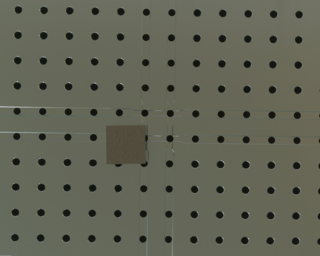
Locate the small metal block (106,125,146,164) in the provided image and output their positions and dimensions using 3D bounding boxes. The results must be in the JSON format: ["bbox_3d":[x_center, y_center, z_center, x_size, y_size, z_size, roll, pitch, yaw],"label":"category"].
[{"bbox_3d":[-0.044,0.022,0.413,0.050,0.025,0.050,-1,90,0],"label":"small metal block"}]
